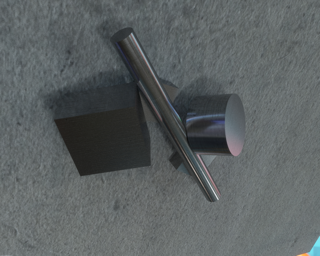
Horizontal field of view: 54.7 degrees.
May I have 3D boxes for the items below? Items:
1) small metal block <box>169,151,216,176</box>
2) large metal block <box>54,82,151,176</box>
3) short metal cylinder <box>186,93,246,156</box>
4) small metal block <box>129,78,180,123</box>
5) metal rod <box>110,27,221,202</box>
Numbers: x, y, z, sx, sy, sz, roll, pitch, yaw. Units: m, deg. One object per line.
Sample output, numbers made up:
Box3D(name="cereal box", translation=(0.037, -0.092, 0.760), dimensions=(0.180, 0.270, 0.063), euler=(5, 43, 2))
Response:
Box3D(name="small metal block", translation=(0.051, 0.043, 0.465), dimensions=(0.050, 0.025, 0.050), euler=(27, 103, -38))
Box3D(name="large metal block", translation=(-0.058, 0.002, 0.342), dimensions=(0.080, 0.050, 0.080), euler=(-9, 127, 4))
Box3D(name="short metal cylinder", translation=(0.076, -0.004, 0.407), dimensions=(0.080, 0.050, 0.079), euler=(2, 87, -58))
Box3D(name="small metal block", translation=(-0.012, -0.037, 0.381), dimensions=(0.050, 0.025, 0.050), euler=(13, 112, -34))
Box3D(name="metal rod", translation=(0.023, 0.008, 0.396), dimensions=(0.025, 0.025, 0.299), euler=(-36, 130, -5))
